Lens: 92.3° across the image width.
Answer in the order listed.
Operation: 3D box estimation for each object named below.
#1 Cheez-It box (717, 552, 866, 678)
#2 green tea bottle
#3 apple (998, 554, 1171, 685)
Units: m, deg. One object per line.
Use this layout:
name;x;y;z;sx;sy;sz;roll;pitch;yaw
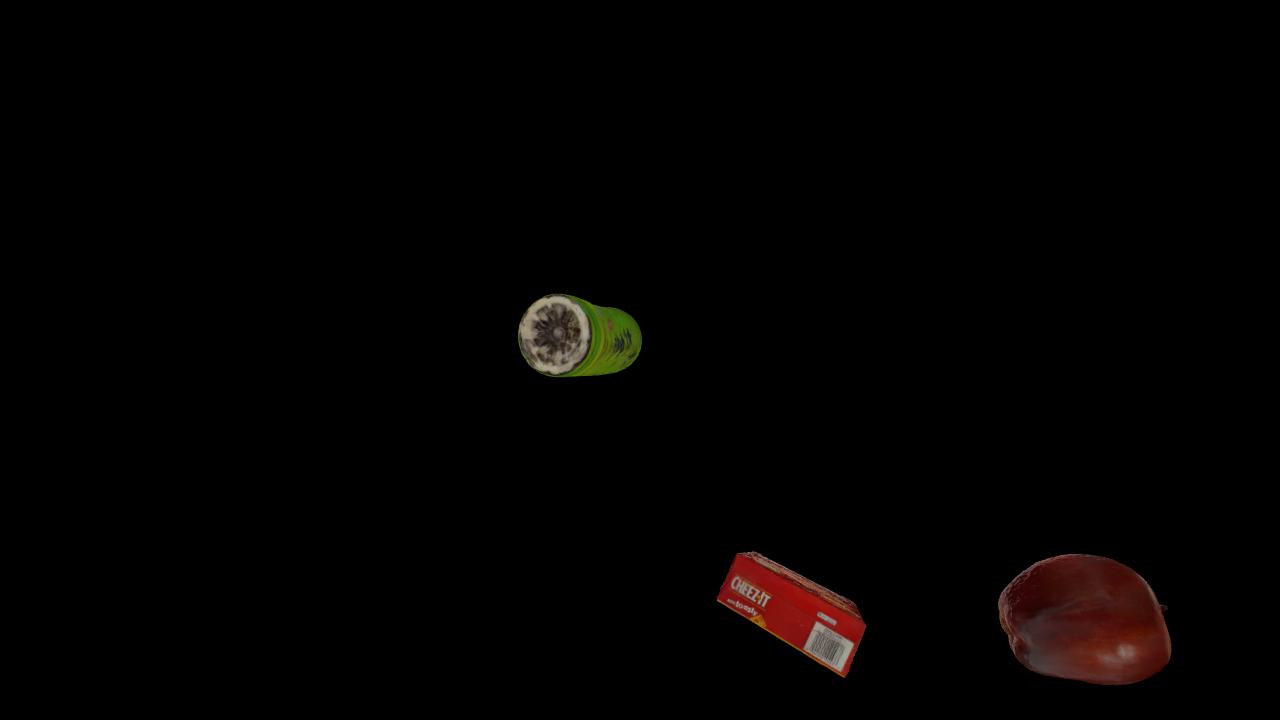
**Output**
Cheez-It box;0.201;0.321;0.812;0.166;0.071;0.223;25;-8;21
green tea bottle;-0.043;-0.020;0.599;0.073;0.073;0.212;0;0;14
apple;0.287;0.168;0.400;0.093;0.079;0.079;-14;-4;17
